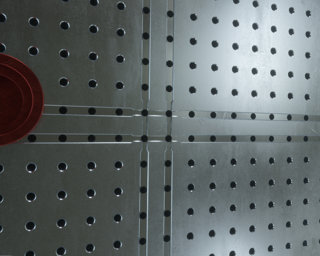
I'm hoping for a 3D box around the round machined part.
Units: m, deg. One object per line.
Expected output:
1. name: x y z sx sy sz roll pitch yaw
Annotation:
1. round machined part: -0.179 -0.029 0.338 0.099 0.042 0.097 0 90 -20
